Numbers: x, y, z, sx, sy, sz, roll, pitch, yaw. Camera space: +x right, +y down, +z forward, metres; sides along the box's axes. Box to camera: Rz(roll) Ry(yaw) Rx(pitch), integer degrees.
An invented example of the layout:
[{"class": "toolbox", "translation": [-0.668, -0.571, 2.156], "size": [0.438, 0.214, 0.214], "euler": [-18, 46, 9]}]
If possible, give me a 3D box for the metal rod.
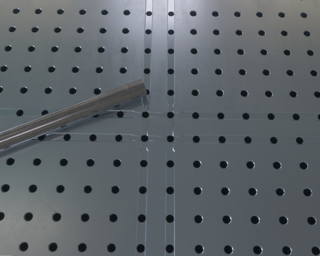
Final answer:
[{"class": "metal rod", "translation": [-0.161, -0.001, 0.411], "size": [0.302, 0.025, 0.025], "euler": [-22, 72, -8]}]
